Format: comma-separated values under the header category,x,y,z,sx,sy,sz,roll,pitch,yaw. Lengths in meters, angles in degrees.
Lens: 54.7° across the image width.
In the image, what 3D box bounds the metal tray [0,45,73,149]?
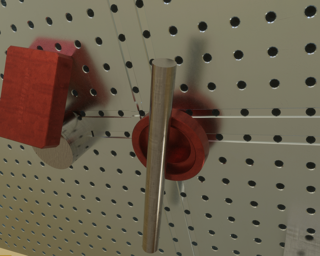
category,x,y,z,sx,sy,sz,roll,pitch,yaw
metal tray,-0.178,-0.044,0.435,0.090,0.030,0.129,13,95,21

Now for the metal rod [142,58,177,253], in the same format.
category,x,y,z,sx,sy,sz,roll,pitch,yaw
metal rod,-0.005,0.058,0.394,0.025,0.025,0.298,17,125,18

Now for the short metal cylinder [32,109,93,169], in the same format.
category,x,y,z,sx,sy,sz,roll,pitch,yaw
short metal cylinder,-0.154,0.017,0.485,0.080,0.050,0.079,13,124,20

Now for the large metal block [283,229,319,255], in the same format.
category,x,y,z,sx,sy,sz,roll,pitch,yaw
large metal block,0.202,0.190,0.406,0.080,0.050,0.079,9,122,23

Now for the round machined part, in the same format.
category,x,y,z,sx,sy,sz,roll,pitch,yaw
round machined part,0.017,0.017,0.401,0.098,0.042,0.097,13,124,20
